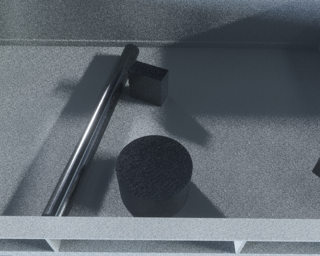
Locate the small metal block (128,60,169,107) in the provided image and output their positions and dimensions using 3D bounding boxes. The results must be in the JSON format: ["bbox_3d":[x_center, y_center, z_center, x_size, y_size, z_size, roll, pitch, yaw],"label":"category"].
[{"bbox_3d":[-0.016,-0.063,0.441,0.050,0.050,0.025,19,53,15],"label":"small metal block"}]

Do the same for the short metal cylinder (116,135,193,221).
[{"bbox_3d":[-0.006,0.054,0.343,0.081,0.050,0.080,0,50,0],"label":"short metal cylinder"}]

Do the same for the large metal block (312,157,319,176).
[{"bbox_3d":[0.230,0.016,0.359,0.050,0.080,0.080,31,56,23],"label":"large metal block"}]

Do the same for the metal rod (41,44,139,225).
[{"bbox_3d":[-0.079,-0.017,0.417,0.025,0.025,0.300,10,51,8],"label":"metal rod"}]
